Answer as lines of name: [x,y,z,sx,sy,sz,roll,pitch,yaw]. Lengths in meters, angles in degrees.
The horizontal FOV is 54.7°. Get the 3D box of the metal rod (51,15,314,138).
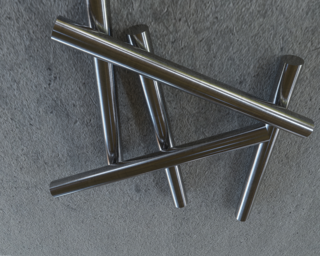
metal rod: [0.039,-0.047,0.332,0.302,0.025,0.025,19,128,-16]

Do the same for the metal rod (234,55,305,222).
metal rod: [0.144,0.038,0.440,0.025,0.025,0.298,1,130,-1]

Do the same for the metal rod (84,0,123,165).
metal rod: [-0.062,-0.064,0.351,0.025,0.025,0.298,1,130,-1]

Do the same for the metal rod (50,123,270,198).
metal rod: [-0.011,0.046,0.411,0.301,0.025,0.025,-17,128,13]

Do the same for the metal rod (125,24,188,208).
metal rod: [0.005,0.010,0.415,0.025,0.025,0.298,-9,130,7]
